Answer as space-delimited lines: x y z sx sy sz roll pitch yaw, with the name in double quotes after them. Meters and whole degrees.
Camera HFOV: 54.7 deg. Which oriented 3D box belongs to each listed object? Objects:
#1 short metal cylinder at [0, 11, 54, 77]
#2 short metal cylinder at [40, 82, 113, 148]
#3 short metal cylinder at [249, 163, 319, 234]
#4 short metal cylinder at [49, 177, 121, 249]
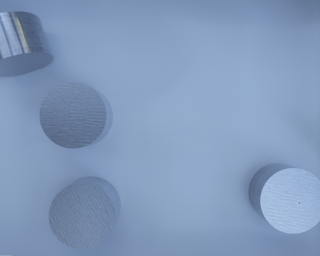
-0.180 -0.101 0.382 0.080 0.080 0.050 -19 90 0 "short metal cylinder"
-0.105 -0.015 0.398 0.081 0.050 0.080 0 90 0 "short metal cylinder"
0.162 0.088 0.400 0.081 0.050 0.080 0 90 0 "short metal cylinder"
-0.094 0.106 0.398 0.081 0.050 0.080 0 90 0 "short metal cylinder"
